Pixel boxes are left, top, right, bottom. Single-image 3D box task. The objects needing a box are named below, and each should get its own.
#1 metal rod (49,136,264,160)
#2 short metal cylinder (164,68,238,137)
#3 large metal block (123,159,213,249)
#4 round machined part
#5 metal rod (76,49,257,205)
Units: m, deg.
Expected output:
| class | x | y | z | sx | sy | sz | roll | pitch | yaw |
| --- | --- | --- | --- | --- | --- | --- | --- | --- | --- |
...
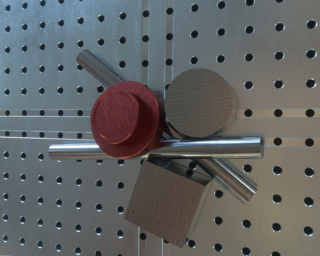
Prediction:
| class | x | y | z | sx | sy | sz | roll | pitch | yaw |
| --- | --- | --- | --- | --- | --- | --- | --- | --- | --- |
| metal rod | -0.024 | 0.028 | 0.400 | 0.300 | 0.025 | 0.025 | -3 | 89 | 26 |
| short metal cylinder | 0.051 | -0.029 | 0.380 | 0.080 | 0.050 | 0.079 | 0 | 90 | 19 |
| large metal block | 0.011 | 0.089 | 0.392 | 0.080 | 0.050 | 0.080 | 21 | 97 | 18 |
| round machined part | -0.046 | -0.012 | 0.383 | 0.098 | 0.042 | 0.097 | -4 | 79 | 25 |
| metal rod | -0.001 | -0.011 | 0.412 | 0.300 | 0.025 | 0.025 | 40 | 103 | 15 |
